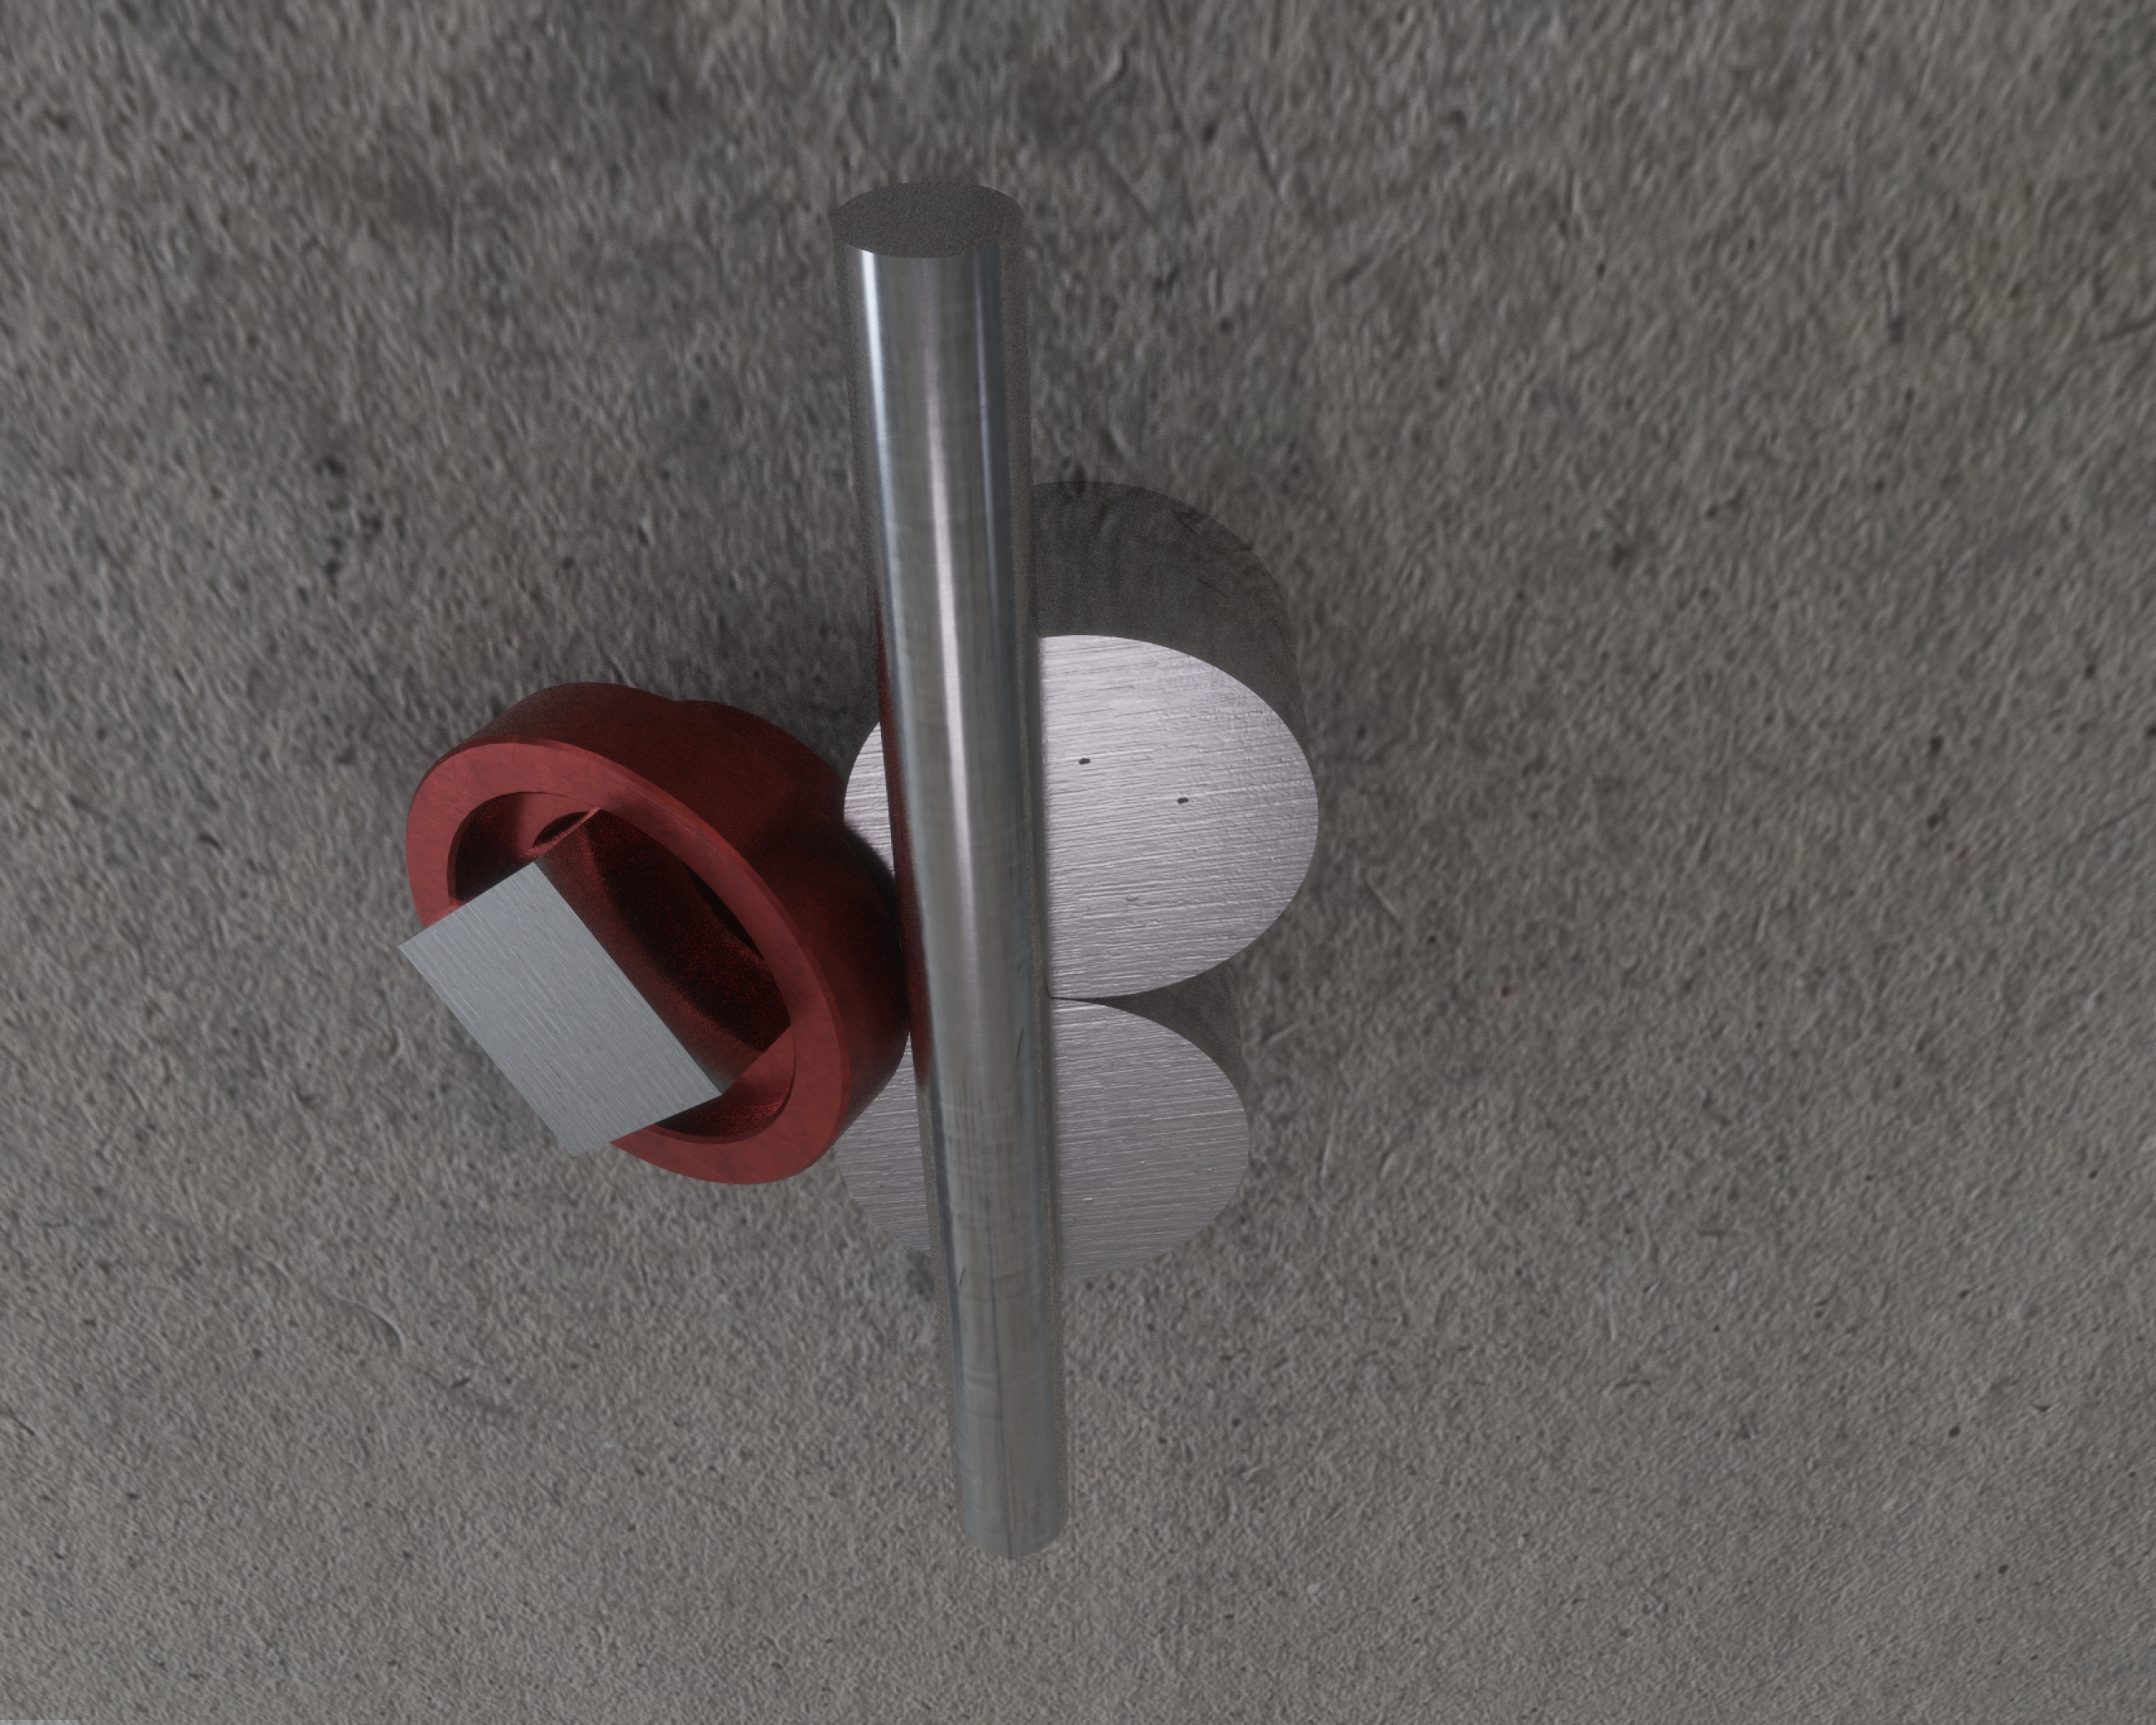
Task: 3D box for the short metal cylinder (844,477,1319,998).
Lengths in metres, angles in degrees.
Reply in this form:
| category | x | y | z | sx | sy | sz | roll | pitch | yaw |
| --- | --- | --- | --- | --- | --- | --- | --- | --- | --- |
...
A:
| category | x | y | z | sx | sy | sz | roll | pitch | yaw |
| --- | --- | --- | --- | --- | --- | --- | --- | --- | --- |
| short metal cylinder | 0.001 | -0.022 | 0.374 | 0.081 | 0.050 | 0.079 | 0 | 130 | 0 |

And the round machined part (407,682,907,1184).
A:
| category | x | y | z | sx | sy | sz | roll | pitch | yaw |
| --- | --- | --- | --- | --- | --- | --- | --- | --- | --- |
| round machined part | -0.072 | 0.009 | 0.388 | 0.098 | 0.042 | 0.097 | 18 | 131 | 22 |

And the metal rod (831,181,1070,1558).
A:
| category | x | y | z | sx | sy | sz | roll | pitch | yaw |
| --- | --- | --- | --- | --- | --- | --- | --- | --- | --- |
| metal rod | -0.017 | 0.030 | 0.369 | 0.025 | 0.025 | 0.298 | -1 | 130 | 0 |

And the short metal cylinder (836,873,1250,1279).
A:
| category | x | y | z | sx | sy | sz | roll | pitch | yaw |
| --- | --- | --- | --- | --- | --- | --- | --- | --- | --- |
| short metal cylinder | -0.007 | 0.040 | 0.426 | 0.081 | 0.050 | 0.079 | 0 | 129 | 0 |

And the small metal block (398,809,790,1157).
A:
| category | x | y | z | sx | sy | sz | roll | pitch | yaw |
| --- | --- | --- | --- | --- | --- | --- | --- | --- | --- |
| small metal block | -0.085 | 0.021 | 0.372 | 0.050 | 0.025 | 0.050 | -25 | 106 | 43 |
